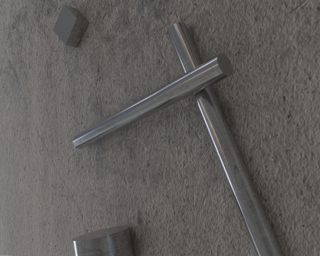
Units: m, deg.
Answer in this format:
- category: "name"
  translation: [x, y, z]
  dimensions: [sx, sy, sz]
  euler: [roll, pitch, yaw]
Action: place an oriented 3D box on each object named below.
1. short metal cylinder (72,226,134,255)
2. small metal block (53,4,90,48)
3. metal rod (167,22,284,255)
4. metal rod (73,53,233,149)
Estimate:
- category: "short metal cylinder"
  translation: [-0.079, 0.173, 0.434]
  dimensions: [0.080, 0.081, 0.050]
  euler: [-19, 78, 38]
- category: "small metal block"
  translation: [-0.153, -0.174, 0.532]
  dimensions: [0.050, 0.025, 0.050]
  euler: [48, 118, 29]
- category: "metal rod"
  translation: [0.069, 0.011, 0.347]
  dimensions: [0.025, 0.025, 0.299]
  euler: [-31, 71, 36]
- category: "metal rod"
  translation: [-0.034, -0.020, 0.412]
  dimensions: [0.299, 0.025, 0.025]
  euler: [-23, 75, 44]
